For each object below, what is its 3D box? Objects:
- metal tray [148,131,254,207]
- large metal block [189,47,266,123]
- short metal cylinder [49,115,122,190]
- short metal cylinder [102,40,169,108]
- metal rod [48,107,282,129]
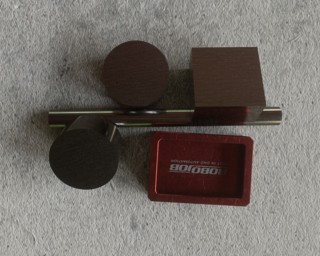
[{"bbox_3d":[0.052,0.052,0.408,0.131,0.030,0.089,3,90,0],"label":"metal tray"},{"bbox_3d":[0.080,-0.053,0.387,0.081,0.050,0.080,-1,69,0],"label":"large metal block"},{"bbox_3d":[-0.089,0.029,0.386,0.081,0.050,0.079,0,111,-1],"label":"short metal cylinder"},{"bbox_3d":[-0.029,-0.066,0.398,0.081,0.050,0.080,0,90,0],"label":"short metal cylinder"},{"bbox_3d":[0.007,-0.014,0.412,0.302,0.025,0.025,-1,90,0],"label":"metal rod"}]
